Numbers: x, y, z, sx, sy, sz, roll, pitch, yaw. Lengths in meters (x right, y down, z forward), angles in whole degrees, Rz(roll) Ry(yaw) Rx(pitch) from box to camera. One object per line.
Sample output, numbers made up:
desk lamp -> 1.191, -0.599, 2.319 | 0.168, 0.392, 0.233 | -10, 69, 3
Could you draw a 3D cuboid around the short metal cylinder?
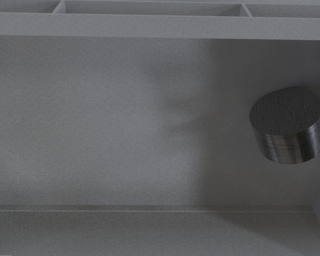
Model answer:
short metal cylinder -> 0.154, -0.003, 0.373 | 0.080, 0.080, 0.050 | -19, 128, 15
